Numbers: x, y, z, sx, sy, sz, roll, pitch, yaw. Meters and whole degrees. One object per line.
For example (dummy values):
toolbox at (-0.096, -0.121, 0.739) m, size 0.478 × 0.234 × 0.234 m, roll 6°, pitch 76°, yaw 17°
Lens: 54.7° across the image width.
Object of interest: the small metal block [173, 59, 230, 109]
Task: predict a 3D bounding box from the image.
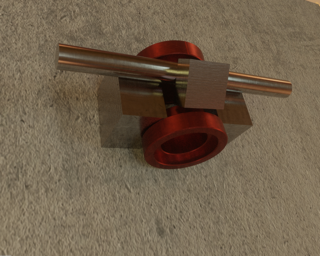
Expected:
small metal block at (0.045, -0.048, 0.339) m, size 0.050 × 0.025 × 0.050 m, roll 1°, pitch 102°, yaw -26°

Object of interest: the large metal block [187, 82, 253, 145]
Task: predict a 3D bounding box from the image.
large metal block at (0.069, -0.021, 0.420) m, size 0.050 × 0.080 × 0.080 m, roll 4°, pitch 60°, yaw -27°

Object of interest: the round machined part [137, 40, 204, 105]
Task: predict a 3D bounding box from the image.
round machined part at (0.013, -0.065, 0.405) m, size 0.099 × 0.097 × 0.042 m, roll 4°, pitch 61°, yaw -27°

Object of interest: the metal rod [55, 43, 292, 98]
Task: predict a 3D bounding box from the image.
metal rod at (0.038, -0.061, 0.360) m, size 0.302 × 0.025 × 0.025 m, roll 3°, pitch 61°, yaw -27°

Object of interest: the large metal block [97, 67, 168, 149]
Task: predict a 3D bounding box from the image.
large metal block at (-0.037, -0.028, 0.367) m, size 0.050 × 0.080 × 0.080 m, roll 4°, pitch 60°, yaw -26°

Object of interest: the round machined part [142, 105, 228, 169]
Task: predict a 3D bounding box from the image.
round machined part at (0.027, 0.008, 0.367) m, size 0.099 × 0.097 × 0.042 m, roll 4°, pitch 55°, yaw -26°
